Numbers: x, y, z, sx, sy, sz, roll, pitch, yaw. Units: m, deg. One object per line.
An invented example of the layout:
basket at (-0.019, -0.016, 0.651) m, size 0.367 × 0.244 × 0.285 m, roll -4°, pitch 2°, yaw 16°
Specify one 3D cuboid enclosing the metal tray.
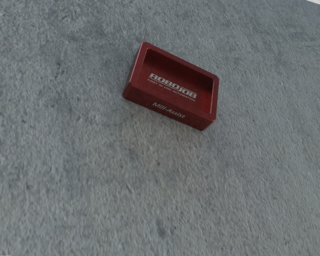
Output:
metal tray at (0.020, -0.060, 0.447) m, size 0.131 × 0.030 × 0.090 m, roll 22°, pitch 53°, yaw -15°
